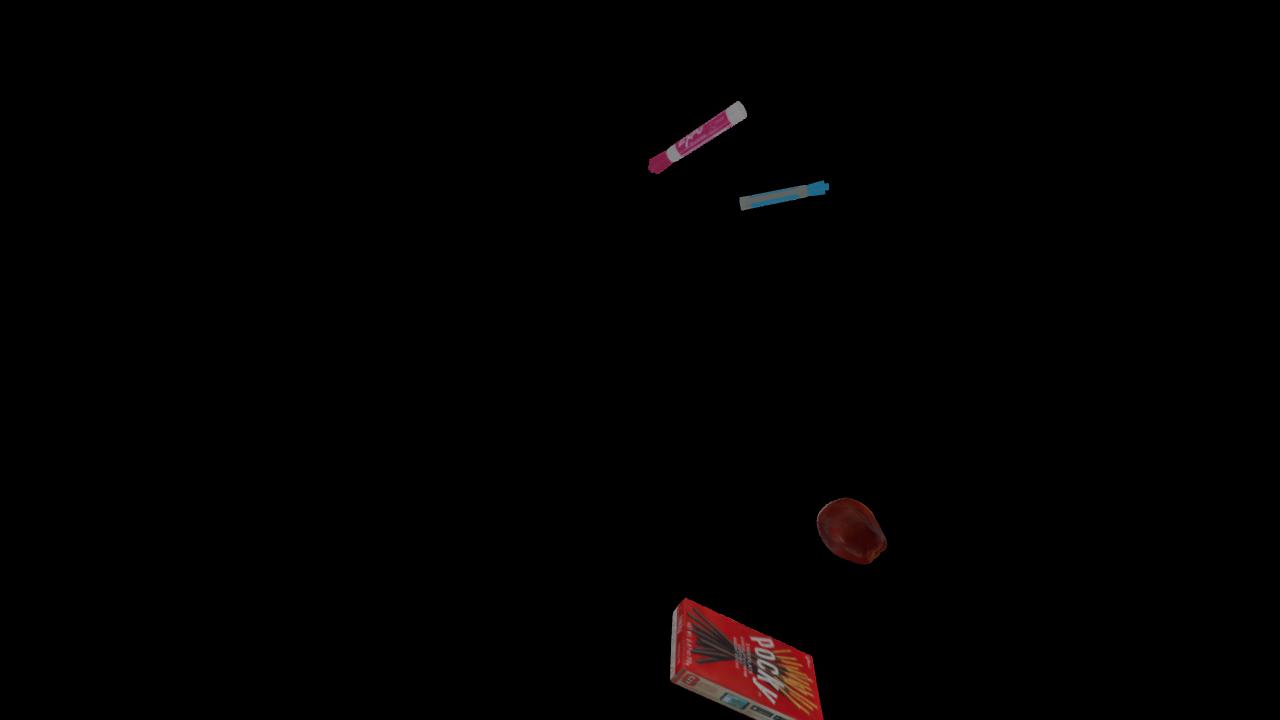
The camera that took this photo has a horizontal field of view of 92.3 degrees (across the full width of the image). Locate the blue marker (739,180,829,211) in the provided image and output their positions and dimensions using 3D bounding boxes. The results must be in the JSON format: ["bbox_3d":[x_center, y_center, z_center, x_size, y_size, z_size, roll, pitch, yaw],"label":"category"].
[{"bbox_3d":[0.199,-0.228,0.853,0.121,0.020,0.020,-7,-2,17],"label":"blue marker"}]

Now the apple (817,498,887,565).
[{"bbox_3d":[0.284,0.231,0.835,0.079,0.079,0.093,0,34,-39],"label":"apple"}]

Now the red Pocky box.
[{"bbox_3d":[0.102,0.295,0.590,0.155,0.028,0.083,27,24,-9],"label":"red Pocky box"}]

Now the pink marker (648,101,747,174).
[{"bbox_3d":[0.058,-0.234,0.655,0.121,0.020,0.020,-24,-14,33],"label":"pink marker"}]
